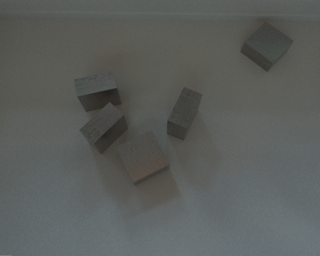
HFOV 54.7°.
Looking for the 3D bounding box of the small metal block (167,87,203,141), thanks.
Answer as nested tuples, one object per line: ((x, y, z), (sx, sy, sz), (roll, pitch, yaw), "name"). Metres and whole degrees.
((0.031, -0.017, 0.403), (0.025, 0.050, 0.050), (24, 72, 8), "small metal block")

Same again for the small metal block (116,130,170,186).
((-0.021, 0.038, 0.395), (0.050, 0.025, 0.050), (-26, 72, -9), "small metal block")

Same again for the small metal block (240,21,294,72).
((0.156, -0.119, 0.454), (0.050, 0.025, 0.050), (42, 75, 13), "small metal block")

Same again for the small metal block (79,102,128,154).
((-0.070, 0.001, 0.395), (0.025, 0.050, 0.050), (41, 75, 13), "small metal block")

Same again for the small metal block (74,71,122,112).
((-0.081, -0.048, 0.413), (0.050, 0.050, 0.025), (-13, 71, -5), "small metal block")
